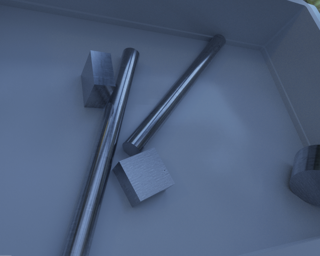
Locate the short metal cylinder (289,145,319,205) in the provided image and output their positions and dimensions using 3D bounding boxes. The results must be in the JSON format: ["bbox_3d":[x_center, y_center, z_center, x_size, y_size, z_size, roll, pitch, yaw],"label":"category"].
[{"bbox_3d":[0.239,0.071,0.459,0.080,0.080,0.050,36,51,-5],"label":"short metal cylinder"}]

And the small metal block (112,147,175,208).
[{"bbox_3d":[-0.019,0.057,0.362,0.050,0.025,0.050,-20,73,-36],"label":"small metal block"}]

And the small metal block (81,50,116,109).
[{"bbox_3d":[-0.078,-0.059,0.385,0.025,0.050,0.050,2,61,-28],"label":"small metal block"}]

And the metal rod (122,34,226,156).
[{"bbox_3d":[0.037,-0.066,0.467,0.025,0.025,0.301,39,51,-2],"label":"metal rod"}]

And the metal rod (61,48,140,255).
[{"bbox_3d":[-0.062,0.015,0.364,0.025,0.025,0.300,21,54,-16],"label":"metal rod"}]
